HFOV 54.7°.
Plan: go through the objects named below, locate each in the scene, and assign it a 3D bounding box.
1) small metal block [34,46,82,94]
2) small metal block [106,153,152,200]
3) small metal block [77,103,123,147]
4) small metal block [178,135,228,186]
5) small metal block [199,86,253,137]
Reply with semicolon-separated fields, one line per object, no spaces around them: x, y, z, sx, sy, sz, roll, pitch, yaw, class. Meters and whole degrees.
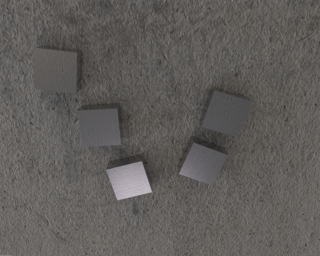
-0.125;-0.072;0.382;0.050;0.025;0.050;6;110;-3;small metal block
-0.042;0.068;0.434;0.050;0.025;0.050;-14;110;5;small metal block
-0.077;-0.004;0.407;0.050;0.025;0.050;-3;110;1;small metal block
0.058;0.045;0.427;0.050;0.025;0.050;20;109;-8;small metal block
0.084;-0.021;0.403;0.050;0.025;0.050;16;109;-6;small metal block
